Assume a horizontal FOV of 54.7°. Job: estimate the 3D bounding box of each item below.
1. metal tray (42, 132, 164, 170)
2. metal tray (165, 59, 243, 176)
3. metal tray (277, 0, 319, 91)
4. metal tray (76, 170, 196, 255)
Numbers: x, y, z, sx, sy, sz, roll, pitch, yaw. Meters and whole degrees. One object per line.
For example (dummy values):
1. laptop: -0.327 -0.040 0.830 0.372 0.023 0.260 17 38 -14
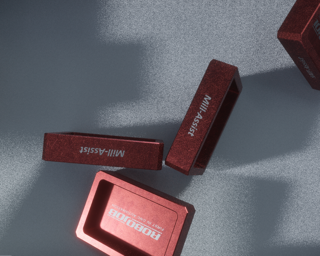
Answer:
1. metal tray: -0.062 0.025 0.378 0.131 0.090 0.030 5 90 -1
2. metal tray: 0.057 -0.007 0.377 0.030 0.090 0.129 25 90 20
3. metal tray: 0.201 -0.110 0.373 0.130 0.030 0.090 31 90 -41
4. metal tray: -0.032 0.115 0.380 0.130 0.030 0.090 18 88 25
